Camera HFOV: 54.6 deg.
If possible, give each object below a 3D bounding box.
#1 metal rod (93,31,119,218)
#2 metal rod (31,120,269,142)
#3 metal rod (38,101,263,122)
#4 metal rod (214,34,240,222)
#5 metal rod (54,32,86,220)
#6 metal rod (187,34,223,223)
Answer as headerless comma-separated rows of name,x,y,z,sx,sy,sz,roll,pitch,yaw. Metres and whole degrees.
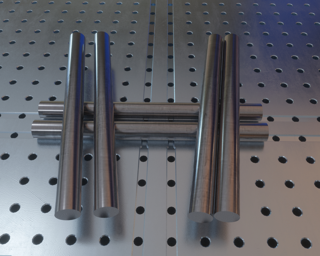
metal rod,-0.073,-0.030,0.401,0.025,0.025,0.300,-6,50,-5
metal rod,-0.013,0.004,0.406,0.302,0.025,0.025,1,50,0
metal rod,-0.013,-0.023,0.428,0.302,0.025,0.025,1,50,0
metal rod,0.090,-0.026,0.399,0.025,0.025,0.300,7,50,6
metal rod,-0.111,-0.028,0.399,0.025,0.025,0.300,-6,50,-5
metal rod,0.064,-0.026,0.398,0.025,0.025,0.300,7,50,6
